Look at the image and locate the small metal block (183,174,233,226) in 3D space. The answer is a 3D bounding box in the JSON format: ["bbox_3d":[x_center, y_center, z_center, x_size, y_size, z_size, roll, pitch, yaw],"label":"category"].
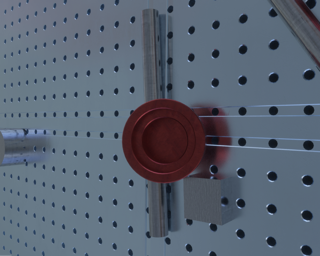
[{"bbox_3d":[0.056,0.082,0.364,0.050,0.025,0.050,-2,89,40],"label":"small metal block"}]

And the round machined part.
[{"bbox_3d":[0.008,0.015,0.376,0.098,0.042,0.097,0,89,13],"label":"round machined part"}]

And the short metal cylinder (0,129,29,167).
[{"bbox_3d":[-0.323,0.041,0.661,0.080,0.050,0.080,0,90,40],"label":"short metal cylinder"}]

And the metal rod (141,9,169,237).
[{"bbox_3d":[-0.008,-0.008,0.415,0.025,0.025,0.298,-4,87,40],"label":"metal rod"}]

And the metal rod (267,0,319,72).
[{"bbox_3d":[0.115,-0.145,0.314,0.025,0.025,0.299,-39,66,33],"label":"metal rod"}]
